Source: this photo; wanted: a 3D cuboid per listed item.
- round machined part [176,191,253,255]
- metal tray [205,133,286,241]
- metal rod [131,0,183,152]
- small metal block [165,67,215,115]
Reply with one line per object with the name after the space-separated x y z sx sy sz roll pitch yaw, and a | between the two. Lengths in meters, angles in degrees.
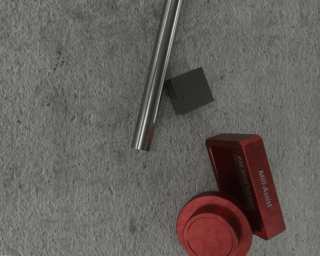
0.068 0.135 0.398 0.098 0.042 0.097 2 97 20 | round machined part
0.112 0.073 0.417 0.030 0.090 0.129 -19 97 -20 | metal tray
0.007 -0.117 0.412 0.025 0.025 0.298 14 85 -20 | metal rod
0.040 -0.051 0.425 0.050 0.025 0.050 -24 98 -19 | small metal block
